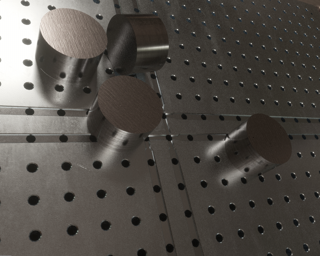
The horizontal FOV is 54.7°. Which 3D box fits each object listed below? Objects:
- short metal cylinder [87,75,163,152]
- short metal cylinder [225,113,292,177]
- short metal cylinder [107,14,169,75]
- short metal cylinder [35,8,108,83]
[{"bbox_3d":[-0.044,-0.017,0.380,0.081,0.050,0.080,14,56,-21],"label":"short metal cylinder"},{"bbox_3d":[0.144,0.025,0.457,0.081,0.050,0.080,14,56,-21],"label":"short metal cylinder"},{"bbox_3d":[-0.033,-0.115,0.427,0.050,0.080,0.080,-15,70,-35],"label":"short metal cylinder"},{"bbox_3d":[-0.114,-0.104,0.395,0.081,0.050,0.080,14,56,-21],"label":"short metal cylinder"}]
